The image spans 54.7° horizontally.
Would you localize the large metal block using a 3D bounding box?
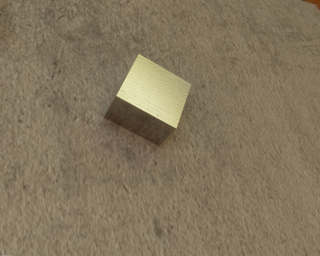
[{"bbox_3d":[-0.014,-0.036,0.403,0.080,0.050,0.080,29,52,-11],"label":"large metal block"}]
